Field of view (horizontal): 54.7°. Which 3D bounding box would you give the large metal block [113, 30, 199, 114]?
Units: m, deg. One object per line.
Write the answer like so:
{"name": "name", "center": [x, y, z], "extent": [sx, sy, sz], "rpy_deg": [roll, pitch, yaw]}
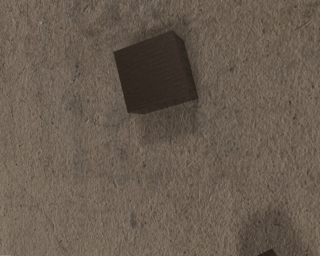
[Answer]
{"name": "large metal block", "center": [-0.004, -0.067, 0.396], "extent": [0.080, 0.050, 0.080], "rpy_deg": [-15, 85, 19]}

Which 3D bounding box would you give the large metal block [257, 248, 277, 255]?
{"name": "large metal block", "center": [0.123, 0.193, 0.336], "extent": [0.050, 0.080, 0.080], "rpy_deg": [-34, 79, 17]}
